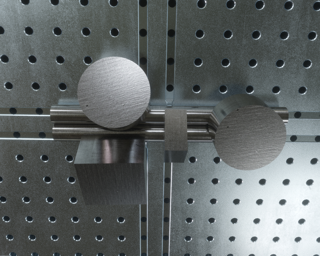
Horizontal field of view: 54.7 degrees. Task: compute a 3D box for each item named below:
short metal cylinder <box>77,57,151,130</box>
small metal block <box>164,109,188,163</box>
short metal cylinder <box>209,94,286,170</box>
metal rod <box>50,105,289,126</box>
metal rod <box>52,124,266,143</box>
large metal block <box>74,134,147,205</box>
[{"bbox_3d":[-0.051,-0.038,0.366,0.081,0.050,0.080,0,86,-1],"label":"short metal cylinder"},{"bbox_3d":[0.018,0.011,0.370,0.025,0.050,0.050,1,68,-1],"label":"small metal block"},{"bbox_3d":[0.102,0.004,0.372,0.081,0.050,0.079,0,110,0],"label":"short metal cylinder"},{"bbox_3d":[0.013,-0.017,0.404,0.302,0.025,0.025,1,110,-1],"label":"metal rod"},{"bbox_3d":[0.012,0.007,0.412,0.302,0.025,0.025,1,110,-1],"label":"metal rod"},{"bbox_3d":[-0.059,0.055,0.401,0.081,0.050,0.079,-1,130,0],"label":"large metal block"}]
